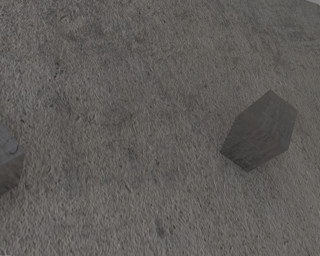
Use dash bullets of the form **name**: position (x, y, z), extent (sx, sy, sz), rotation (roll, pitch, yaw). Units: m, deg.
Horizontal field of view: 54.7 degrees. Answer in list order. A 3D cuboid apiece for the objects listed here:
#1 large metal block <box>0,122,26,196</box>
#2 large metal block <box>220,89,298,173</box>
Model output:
- **large metal block**: position (-0.166, 0.020, 0.267), extent (0.080, 0.080, 0.050), rotation (49, 51, 6)
- **large metal block**: position (0.140, 0.005, 0.441), extent (0.050, 0.080, 0.080), rotation (37, 51, -4)
